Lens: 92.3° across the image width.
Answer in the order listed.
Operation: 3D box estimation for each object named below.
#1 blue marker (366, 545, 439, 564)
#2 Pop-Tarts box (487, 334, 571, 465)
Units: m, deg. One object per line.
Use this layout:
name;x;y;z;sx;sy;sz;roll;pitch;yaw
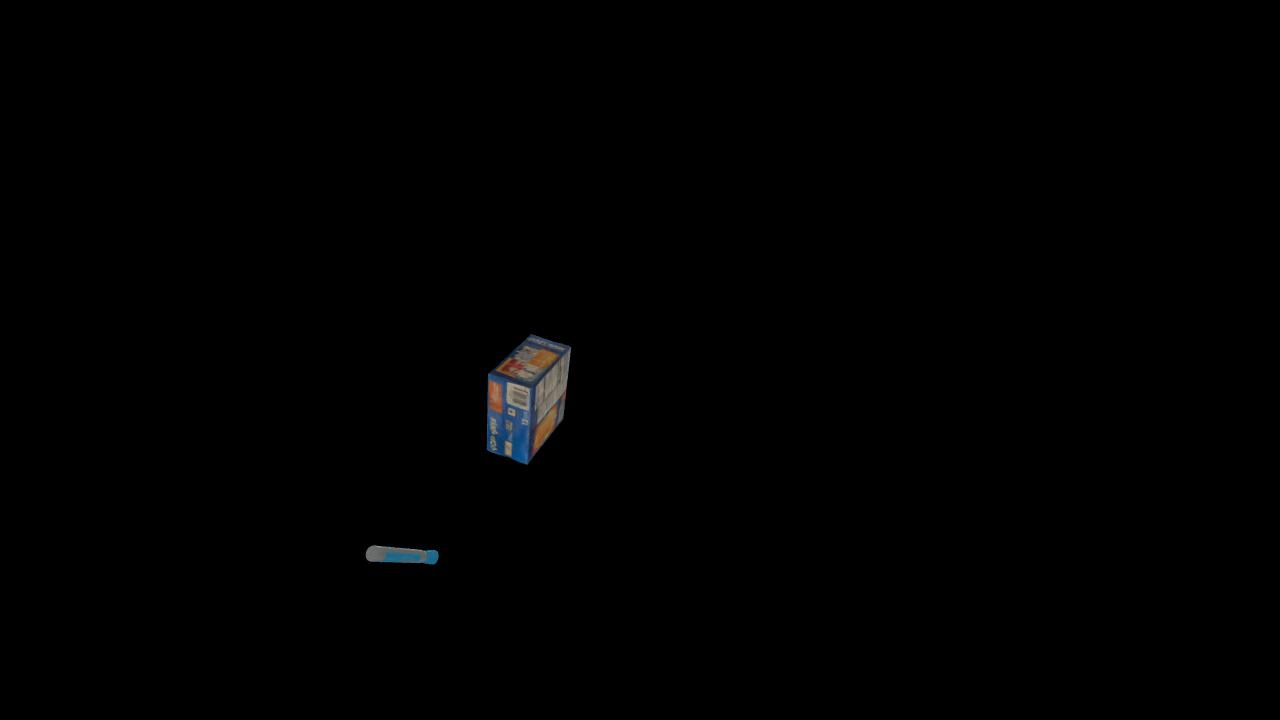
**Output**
blue marker;-0.303;0.254;0.797;0.020;0.020;0.121;0;-19;22
Pop-Tarts box;-0.190;0.066;1.051;0.083;0.167;0.141;20;36;12
